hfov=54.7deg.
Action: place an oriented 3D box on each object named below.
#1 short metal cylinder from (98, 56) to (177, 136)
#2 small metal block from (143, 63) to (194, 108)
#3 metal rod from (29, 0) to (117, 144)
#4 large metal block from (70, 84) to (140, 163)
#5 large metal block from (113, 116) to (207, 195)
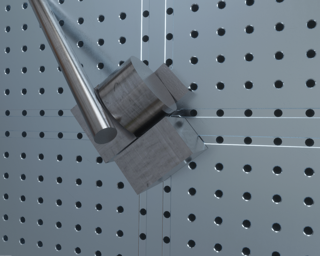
[{"bbox_3d":[-0.025,-0.037,0.364,0.050,0.080,0.080,-38,78,16],"label":"short metal cylinder"},{"bbox_3d":[0.007,-0.049,0.410,0.050,0.025,0.050,-43,77,14],"label":"small metal block"},{"bbox_3d":[-0.124,-0.097,0.399,0.025,0.025,0.300,-43,56,15],"label":"metal rod"},{"bbox_3d":[-0.055,-0.005,0.402,0.050,0.080,0.080,-39,78,16],"label":"large metal block"},{"bbox_3d":[0.004,0.031,0.379,0.080,0.080,0.050,-39,78,15],"label":"large metal block"}]
